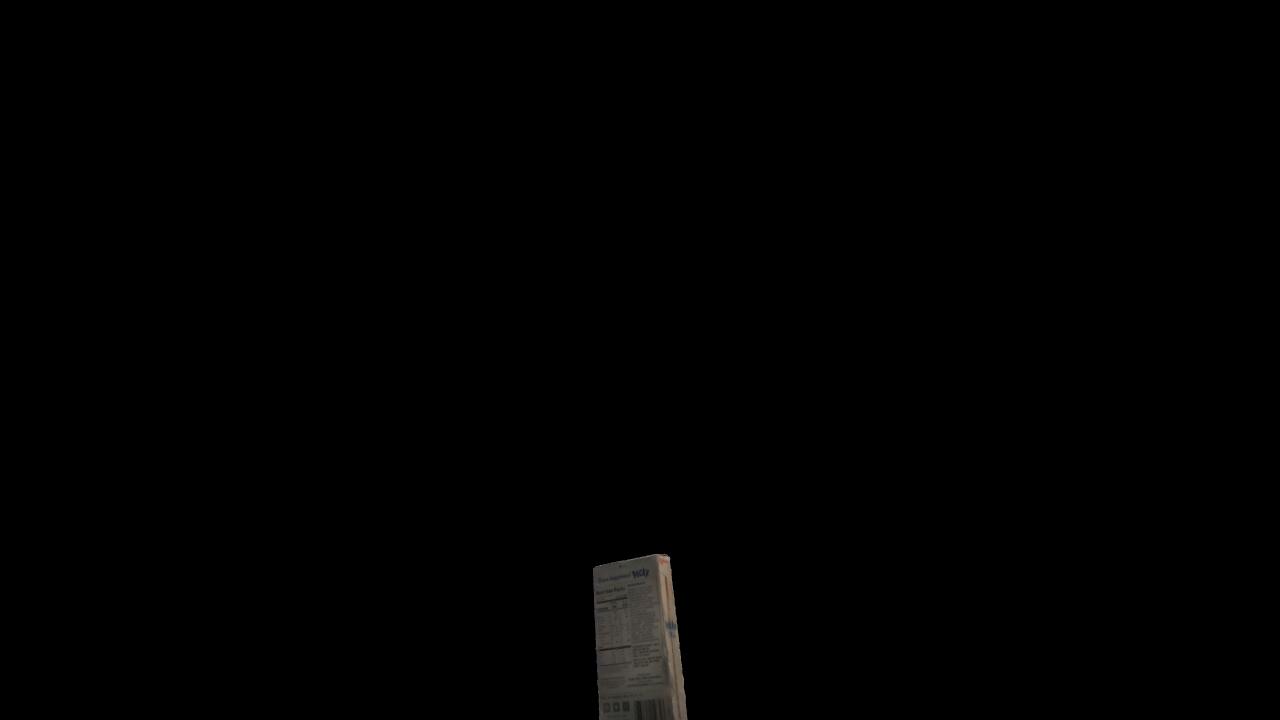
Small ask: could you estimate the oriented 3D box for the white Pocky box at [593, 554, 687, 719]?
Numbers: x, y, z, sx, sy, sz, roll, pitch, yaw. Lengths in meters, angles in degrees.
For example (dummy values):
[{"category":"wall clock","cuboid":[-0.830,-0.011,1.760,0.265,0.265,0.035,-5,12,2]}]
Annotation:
[{"category":"white Pocky box","cuboid":[-0.003,0.273,0.593,0.084,0.154,0.028,-21,-31,28]}]
